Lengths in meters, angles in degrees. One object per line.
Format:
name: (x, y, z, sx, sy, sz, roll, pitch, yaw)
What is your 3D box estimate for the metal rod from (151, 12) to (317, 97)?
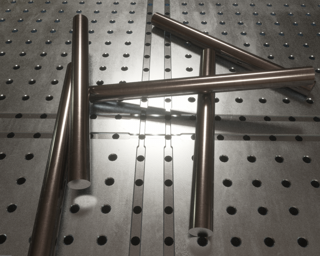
metal rod: (0.108, -0.131, 0.518, 0.300, 0.025, 0.025, 32, 57, 23)

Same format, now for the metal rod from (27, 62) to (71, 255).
metal rod: (-0.124, 0.021, 0.388, 0.025, 0.025, 0.300, -2, 50, -2)

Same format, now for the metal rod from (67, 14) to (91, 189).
metal rod: (-0.111, -0.058, 0.429, 0.025, 0.025, 0.299, -6, 55, -6)

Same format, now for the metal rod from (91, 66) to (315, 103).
metal rod: (0.049, -0.059, 0.426, 0.302, 0.025, 0.025, -4, 50, 8)

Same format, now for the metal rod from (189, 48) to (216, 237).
metal rod: (0.061, -0.007, 0.413, 0.025, 0.025, 0.300, 6, 50, 4)
